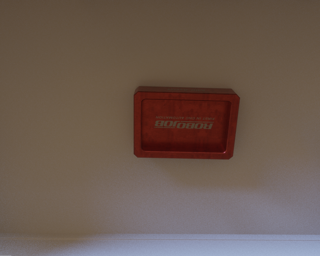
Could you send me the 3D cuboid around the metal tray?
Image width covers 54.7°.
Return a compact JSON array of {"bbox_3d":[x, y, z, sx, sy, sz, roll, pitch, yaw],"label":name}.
[{"bbox_3d":[0.032,-0.006,0.406,0.131,0.030,0.089,1,110,-1],"label":"metal tray"}]
